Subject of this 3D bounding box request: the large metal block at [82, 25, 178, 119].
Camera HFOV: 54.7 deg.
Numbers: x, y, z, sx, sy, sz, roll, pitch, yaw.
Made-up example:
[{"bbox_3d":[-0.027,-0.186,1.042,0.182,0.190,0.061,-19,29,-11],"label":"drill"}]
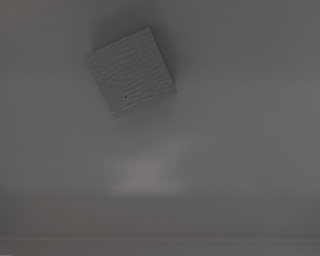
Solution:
[{"bbox_3d":[-0.033,-0.068,0.373,0.080,0.050,0.080,-22,109,8],"label":"large metal block"}]
